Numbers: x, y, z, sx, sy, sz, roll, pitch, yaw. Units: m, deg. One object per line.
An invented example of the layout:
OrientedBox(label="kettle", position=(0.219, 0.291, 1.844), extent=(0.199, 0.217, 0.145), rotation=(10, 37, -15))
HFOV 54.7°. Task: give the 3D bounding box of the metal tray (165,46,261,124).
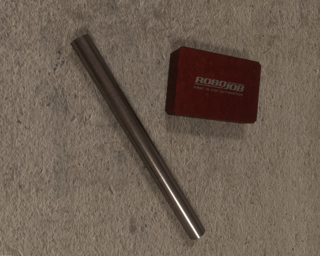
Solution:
OrientedBox(label="metal tray", position=(0.077, -0.057, 0.436), extent=(0.131, 0.030, 0.089), rotation=(6, 88, -20))

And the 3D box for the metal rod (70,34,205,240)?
OrientedBox(label="metal rod", position=(-0.023, 0.020, 0.401), extent=(0.025, 0.025, 0.299), rotation=(-34, 101, -17))
